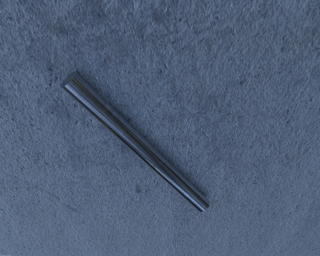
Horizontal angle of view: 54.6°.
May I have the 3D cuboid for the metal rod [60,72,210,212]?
[{"bbox_3d":[-0.017,0.036,0.437,0.025,0.025,0.300,-29,125,22],"label":"metal rod"}]
